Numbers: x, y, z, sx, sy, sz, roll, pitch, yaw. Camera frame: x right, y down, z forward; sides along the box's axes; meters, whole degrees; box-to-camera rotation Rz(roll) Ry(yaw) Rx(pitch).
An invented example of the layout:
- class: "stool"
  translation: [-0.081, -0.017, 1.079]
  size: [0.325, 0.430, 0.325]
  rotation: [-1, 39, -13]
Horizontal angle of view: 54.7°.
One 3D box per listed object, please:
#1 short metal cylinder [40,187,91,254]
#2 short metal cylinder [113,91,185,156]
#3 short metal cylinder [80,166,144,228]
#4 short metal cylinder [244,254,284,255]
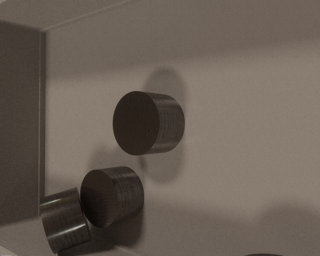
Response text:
- class: "short metal cylinder"
  translation: [-0.134, 0.131, 0.444]
  size: [0.080, 0.050, 0.080]
  rotation: [164, 90, -75]
- class: "short metal cylinder"
  translation: [-0.015, -0.006, 0.401]
  size: [0.080, 0.050, 0.079]
  rotation: [0, 90, 39]
- class: "short metal cylinder"
  translation: [-0.069, 0.097, 0.445]
  size: [0.080, 0.050, 0.079]
  rotation: [0, 90, 39]
- class: "short metal cylinder"
  translation: [0.107, 0.156, 0.282]
  size: [0.080, 0.081, 0.050]
  rotation: [1, 91, 39]
